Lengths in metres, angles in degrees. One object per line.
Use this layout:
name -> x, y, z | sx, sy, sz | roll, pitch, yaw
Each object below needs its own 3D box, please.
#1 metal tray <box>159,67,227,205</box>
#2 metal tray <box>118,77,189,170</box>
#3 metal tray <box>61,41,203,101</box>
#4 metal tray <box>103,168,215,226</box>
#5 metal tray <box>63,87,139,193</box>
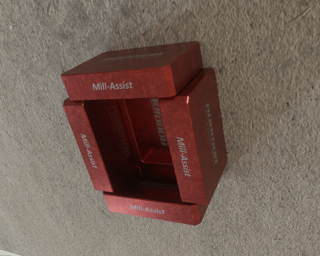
metal tray -> 0.043, 0.008, 0.347 | 0.030, 0.090, 0.129 | 1, 119, 28
metal tray -> 0.001, -0.008, 0.398 | 0.090, 0.030, 0.129 | 1, 119, 27
metal tray -> -0.029, -0.063, 0.341 | 0.130, 0.090, 0.030 | 1, 119, 27
metal tray -> 0.003, 0.077, 0.411 | 0.130, 0.090, 0.030 | 1, 119, 27
metal tray -> -0.065, 0.006, 0.402 | 0.030, 0.090, 0.129 | 1, 119, 28
